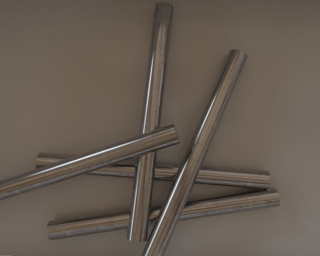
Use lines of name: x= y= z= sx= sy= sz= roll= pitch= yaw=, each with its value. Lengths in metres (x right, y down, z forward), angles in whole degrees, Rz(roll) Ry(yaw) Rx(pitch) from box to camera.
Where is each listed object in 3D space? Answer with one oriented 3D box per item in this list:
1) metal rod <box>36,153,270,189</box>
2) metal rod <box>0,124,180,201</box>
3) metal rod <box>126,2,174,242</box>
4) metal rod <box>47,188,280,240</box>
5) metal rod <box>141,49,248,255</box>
metal rod: x=-0.008 y=0.057 z=0.410 sx=0.302 sy=0.025 sz=0.025 roll=5 pitch=90 yaw=-1
metal rod: x=-0.122 y=0.053 z=0.383 sx=0.301 sy=0.025 sz=0.025 roll=-18 pitch=90 yaw=5
metal rod: x=-0.011 y=-0.013 z=0.393 sx=0.025 sy=0.025 sz=0.298 roll=7 pitch=84 yaw=-1
metal rod: x=0.005 y=0.113 z=0.410 sx=0.302 sy=0.025 sz=0.025 roll=-8 pitch=90 yaw=-1
metal rod: x=0.043 y=0.037 z=0.391 sx=0.025 sy=0.025 sz=0.299 roll=24 pitch=82 yaw=-1
